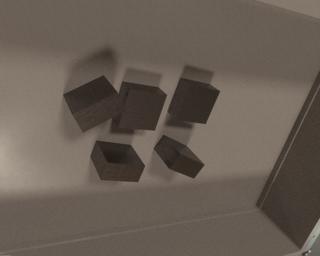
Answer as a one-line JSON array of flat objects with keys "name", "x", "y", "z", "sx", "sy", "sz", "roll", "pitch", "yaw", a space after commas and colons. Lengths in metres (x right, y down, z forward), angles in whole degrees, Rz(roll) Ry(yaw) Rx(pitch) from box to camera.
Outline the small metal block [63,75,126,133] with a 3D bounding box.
[{"name": "small metal block", "x": -0.072, "y": -0.028, "z": 0.337, "sx": 0.050, "sy": 0.050, "sz": 0.025, "roll": -28, "pitch": 128, "yaw": -11}]

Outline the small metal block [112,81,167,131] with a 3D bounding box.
[{"name": "small metal block", "x": -0.026, "y": -0.026, "z": 0.380, "sx": 0.050, "sy": 0.025, "sz": 0.050, "roll": 5, "pitch": 116, "yaw": -31}]

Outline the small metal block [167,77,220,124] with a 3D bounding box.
[{"name": "small metal block", "x": 0.045, "y": -0.035, "z": 0.413, "sx": 0.050, "sy": 0.025, "sz": 0.050, "roll": 7, "pitch": 115, "yaw": -32}]

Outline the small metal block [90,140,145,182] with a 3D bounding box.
[{"name": "small metal block", "x": -0.054, "y": 0.042, "z": 0.390, "sx": 0.050, "sy": 0.050, "sz": 0.025, "roll": 10, "pitch": 113, "yaw": -33}]

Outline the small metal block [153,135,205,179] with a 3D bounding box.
[{"name": "small metal block", "x": 0.026, "y": 0.040, "z": 0.434, "sx": 0.050, "sy": 0.050, "sz": 0.025, "roll": 27, "pitch": 104, "yaw": -38}]
